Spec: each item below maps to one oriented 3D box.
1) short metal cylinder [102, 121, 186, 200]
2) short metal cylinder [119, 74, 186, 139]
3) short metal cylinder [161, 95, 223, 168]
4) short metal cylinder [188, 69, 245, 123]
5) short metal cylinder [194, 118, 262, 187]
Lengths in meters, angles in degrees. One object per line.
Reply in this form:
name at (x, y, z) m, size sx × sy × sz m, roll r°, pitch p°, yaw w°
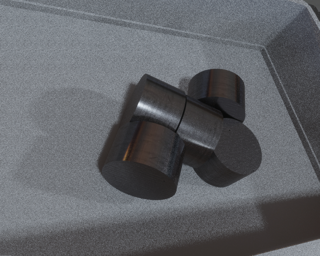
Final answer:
short metal cylinder at (-0.016, 0.037, 0.338) m, size 0.080 × 0.080 × 0.050 m, roll 26°, pitch 53°, yaw -13°
short metal cylinder at (-0.011, -0.019, 0.375) m, size 0.050 × 0.080 × 0.080 m, roll 23°, pitch 53°, yaw -15°
short metal cylinder at (0.035, 0.004, 0.387) m, size 0.050 × 0.080 × 0.080 m, roll 24°, pitch 53°, yaw -14°
short metal cylinder at (0.078, -0.037, 0.434) m, size 0.080 × 0.080 × 0.050 m, roll 21°, pitch 54°, yaw -16°
short metal cylinder at (0.088, 0.033, 0.416) m, size 0.081 × 0.050 × 0.080 m, roll 14°, pitch 56°, yaw -21°
